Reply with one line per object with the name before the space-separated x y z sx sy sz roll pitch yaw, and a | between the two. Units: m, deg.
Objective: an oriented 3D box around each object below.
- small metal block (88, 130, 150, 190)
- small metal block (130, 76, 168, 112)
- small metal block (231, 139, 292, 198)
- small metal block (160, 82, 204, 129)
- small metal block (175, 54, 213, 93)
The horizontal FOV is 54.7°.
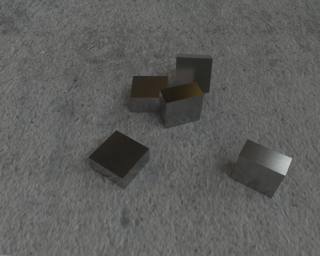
small metal block | -0.048 0.037 0.371 0.050 0.025 0.050 28 55 21
small metal block | -0.014 -0.049 0.441 0.050 0.025 0.050 1 45 1
small metal block | 0.113 0.046 0.349 0.050 0.050 0.025 25 54 19
small metal block | 0.027 -0.030 0.412 0.050 0.050 0.025 -14 52 -12
small metal block | 0.048 -0.080 0.451 0.050 0.050 0.025 3 25 2
